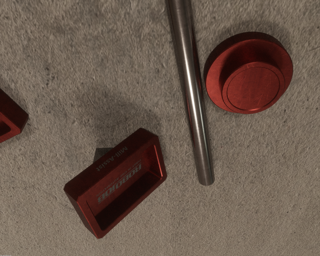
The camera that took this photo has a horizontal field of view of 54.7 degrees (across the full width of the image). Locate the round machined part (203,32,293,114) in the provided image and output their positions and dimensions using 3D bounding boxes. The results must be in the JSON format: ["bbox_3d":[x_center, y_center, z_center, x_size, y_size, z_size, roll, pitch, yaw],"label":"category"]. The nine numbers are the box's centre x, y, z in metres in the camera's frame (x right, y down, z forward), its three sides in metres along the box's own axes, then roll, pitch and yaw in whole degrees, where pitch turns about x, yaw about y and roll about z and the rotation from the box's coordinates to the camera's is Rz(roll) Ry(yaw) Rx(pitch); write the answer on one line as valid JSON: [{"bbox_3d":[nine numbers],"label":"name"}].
[{"bbox_3d":[0.101,-0.054,0.351,0.099,0.042,0.097,-1,130,0],"label":"round machined part"}]

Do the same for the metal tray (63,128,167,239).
[{"bbox_3d":[-0.051,0.071,0.408,0.131,0.030,0.089,-38,136,-28],"label":"metal tray"}]

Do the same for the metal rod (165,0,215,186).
[{"bbox_3d":[0.042,-0.032,0.380,0.025,0.025,0.298,-9,130,7],"label":"metal rod"}]

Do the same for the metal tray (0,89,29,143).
[{"bbox_3d":[-0.249,-0.010,0.391,0.130,0.030,0.090,-23,127,18],"label":"metal tray"}]

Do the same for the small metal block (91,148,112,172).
[{"bbox_3d":[-0.078,0.064,0.444,0.025,0.050,0.050,-3,130,2],"label":"small metal block"}]
